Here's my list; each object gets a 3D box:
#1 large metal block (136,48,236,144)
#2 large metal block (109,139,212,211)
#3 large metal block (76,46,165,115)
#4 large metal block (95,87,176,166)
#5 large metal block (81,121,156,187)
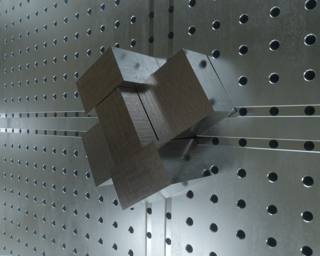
[{"bbox_3d":[0.029,-0.034,0.369,0.080,0.050,0.080,-35,70,34],"label":"large metal block"},{"bbox_3d":[0.001,0.054,0.374,0.080,0.081,0.050,-35,68,34],"label":"large metal block"},{"bbox_3d":[-0.051,-0.058,0.416,0.080,0.081,0.050,-35,68,35],"label":"large metal block"},{"bbox_3d":[-0.025,-0.002,0.395,0.050,0.081,0.080,-35,68,34],"label":"large metal block"},{"bbox_3d":[-0.060,0.030,0.445,0.080,0.050,0.080,-33,69,35],"label":"large metal block"}]
